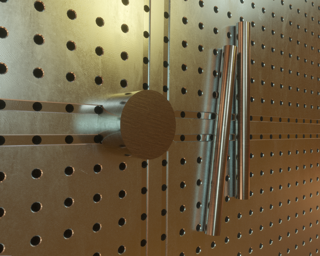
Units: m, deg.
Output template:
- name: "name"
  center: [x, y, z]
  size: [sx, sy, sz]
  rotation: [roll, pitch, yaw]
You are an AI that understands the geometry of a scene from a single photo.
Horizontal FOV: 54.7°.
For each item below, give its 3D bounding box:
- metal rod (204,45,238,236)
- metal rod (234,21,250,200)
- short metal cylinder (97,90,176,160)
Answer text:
- name: "metal rod"
  center: [0.098, 0.016, 0.493]
  size: [0.025, 0.025, 0.298]
  rotation: [11, 83, -40]
- name: "metal rod"
  center: [0.141, -0.029, 0.530]
  size: [0.025, 0.025, 0.298]
  rotation: [0, 90, -40]
- name: "short metal cylinder"
  center: [-0.027, -0.004, 0.372]
  size: [0.081, 0.050, 0.079]
  rotation: [0, 90, -40]
